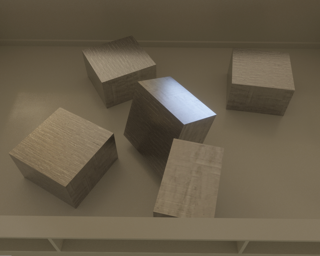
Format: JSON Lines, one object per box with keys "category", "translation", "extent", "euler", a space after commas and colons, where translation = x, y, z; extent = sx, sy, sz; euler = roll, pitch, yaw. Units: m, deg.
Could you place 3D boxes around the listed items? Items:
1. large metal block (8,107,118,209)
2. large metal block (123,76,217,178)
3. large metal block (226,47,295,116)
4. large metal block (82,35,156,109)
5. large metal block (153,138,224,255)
{"category": "large metal block", "translation": [-0.108, 0.032, 0.361], "extent": [0.080, 0.050, 0.080], "euler": [25, 54, 19]}
{"category": "large metal block", "translation": [0.008, -0.003, 0.364], "extent": [0.050, 0.079, 0.080], "euler": [-17, 49, -39]}
{"category": "large metal block", "translation": [0.141, -0.068, 0.447], "extent": [0.080, 0.050, 0.080], "euler": [7, 50, 6]}
{"category": "large metal block", "translation": [-0.060, -0.085, 0.460], "extent": [0.081, 0.050, 0.080], "euler": [-22, 54, -18]}
{"category": "large metal block", "translation": [0.028, 0.070, 0.311], "extent": [0.050, 0.080, 0.080], "euler": [11, 51, 9]}
